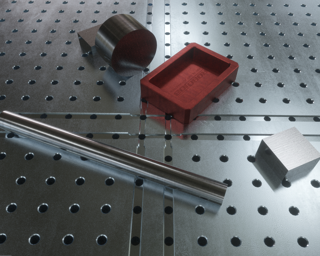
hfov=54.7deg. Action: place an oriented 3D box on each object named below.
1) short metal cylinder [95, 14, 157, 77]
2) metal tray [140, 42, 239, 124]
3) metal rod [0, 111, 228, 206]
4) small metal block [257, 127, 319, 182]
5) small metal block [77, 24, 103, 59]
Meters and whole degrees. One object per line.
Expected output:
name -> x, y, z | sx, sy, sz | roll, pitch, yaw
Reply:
short metal cylinder -> -0.052, -0.127, 0.478 | 0.081, 0.080, 0.050 | -28, 56, -22
metal tray -> 0.045, -0.072, 0.465 | 0.090, 0.030, 0.131 | 34, 57, 24
metal rod -> -0.068, 0.032, 0.379 | 0.301, 0.025, 0.025 | 17, 52, 13
small metal block -> 0.159, 0.031, 0.384 | 0.050, 0.025, 0.050 | -19, 53, -16
small metal block -> -0.106, -0.150, 0.532 | 0.050, 0.025, 0.050 | -29, 56, -22
